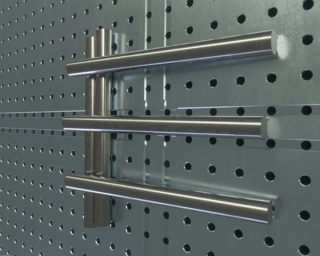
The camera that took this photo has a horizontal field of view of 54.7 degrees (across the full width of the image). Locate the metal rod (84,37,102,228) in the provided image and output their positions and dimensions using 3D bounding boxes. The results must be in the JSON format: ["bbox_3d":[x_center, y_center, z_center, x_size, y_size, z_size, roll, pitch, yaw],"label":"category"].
[{"bbox_3d":[-0.107,0.007,0.494,0.025,0.025,0.298,1,91,39],"label":"metal rod"}]

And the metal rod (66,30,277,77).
[{"bbox_3d":[-0.010,-0.089,0.396,0.300,0.025,0.025,1,91,33],"label":"metal rod"}]

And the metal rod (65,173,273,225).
[{"bbox_3d":[-0.013,0.084,0.399,0.300,0.025,0.025,1,91,33],"label":"metal rod"}]

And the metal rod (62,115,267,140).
[{"bbox_3d":[-0.018,-0.004,0.402,0.300,0.025,0.025,2,91,33],"label":"metal rod"}]

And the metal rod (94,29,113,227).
[{"bbox_3d":[-0.088,0.000,0.478,0.025,0.025,0.298,1,91,39],"label":"metal rod"}]
